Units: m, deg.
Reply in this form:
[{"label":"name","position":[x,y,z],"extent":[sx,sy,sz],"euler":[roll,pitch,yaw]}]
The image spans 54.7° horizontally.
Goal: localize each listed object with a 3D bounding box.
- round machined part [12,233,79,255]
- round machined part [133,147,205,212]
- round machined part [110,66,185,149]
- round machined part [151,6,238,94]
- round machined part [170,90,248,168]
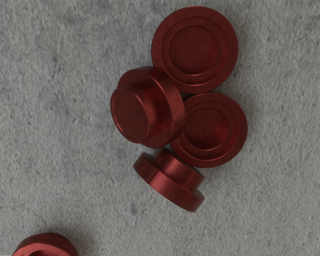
[{"label":"round machined part","position":[-0.171,0.201,0.472],"extent":[0.099,0.042,0.097],"euler":[0,110,-1]},{"label":"round machined part","position":[0.018,0.059,0.395],"extent":[0.098,0.098,0.042],"euler":[36,91,-13]},{"label":"round machined part","position":[-0.021,-0.020,0.363],"extent":[0.042,0.098,0.097],"euler":[-26,116,-39]},{"label":"round machined part","position":[0.039,-0.092,0.367],"extent":[0.099,0.042,0.097],"euler":[0,110,-1]},{"label":"round machined part","position":[0.058,-0.001,0.399],"extent":[0.099,0.042,0.097],"euler":[-1,107,-3]}]
